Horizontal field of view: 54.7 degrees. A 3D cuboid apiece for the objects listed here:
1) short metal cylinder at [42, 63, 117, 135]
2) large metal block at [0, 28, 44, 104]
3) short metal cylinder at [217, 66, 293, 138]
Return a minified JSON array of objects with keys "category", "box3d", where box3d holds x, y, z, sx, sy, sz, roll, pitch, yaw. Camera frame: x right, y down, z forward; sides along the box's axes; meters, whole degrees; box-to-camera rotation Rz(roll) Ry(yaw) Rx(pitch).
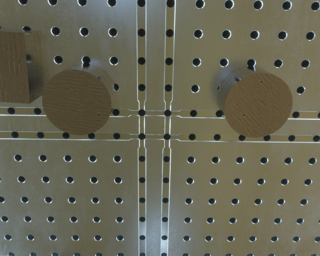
[{"category":"short metal cylinder","box3d":[-0.097,-0.037,0.385,0.081,0.050,0.079,0,110,-1]},{"category":"large metal block","box3d":[-0.189,-0.077,0.369,0.081,0.050,0.079,3,110,-2]},{"category":"short metal cylinder","box3d":[0.116,-0.034,0.389,0.081,0.050,0.079,0,110,-1]}]
